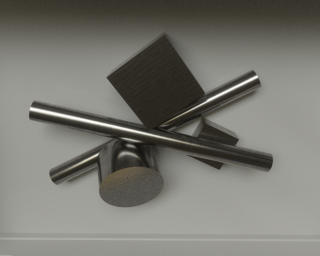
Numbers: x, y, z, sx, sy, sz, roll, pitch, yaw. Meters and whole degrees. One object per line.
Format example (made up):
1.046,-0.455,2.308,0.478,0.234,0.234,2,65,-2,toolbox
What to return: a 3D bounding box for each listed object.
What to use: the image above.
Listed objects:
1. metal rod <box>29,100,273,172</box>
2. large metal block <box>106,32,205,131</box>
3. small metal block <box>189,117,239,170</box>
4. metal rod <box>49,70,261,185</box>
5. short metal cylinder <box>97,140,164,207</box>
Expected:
-0.006,0.012,0.387,0.302,0.025,0.025,13,110,-5,metal rod
-0.004,-0.057,0.375,0.080,0.050,0.080,-34,107,11,large metal block
0.069,0.021,0.417,0.050,0.025,0.050,25,108,-10,small metal block
-0.013,0.003,0.410,0.301,0.025,0.025,-26,108,8,metal rod
-0.040,0.058,0.402,0.081,0.050,0.079,-8,133,-9,short metal cylinder
